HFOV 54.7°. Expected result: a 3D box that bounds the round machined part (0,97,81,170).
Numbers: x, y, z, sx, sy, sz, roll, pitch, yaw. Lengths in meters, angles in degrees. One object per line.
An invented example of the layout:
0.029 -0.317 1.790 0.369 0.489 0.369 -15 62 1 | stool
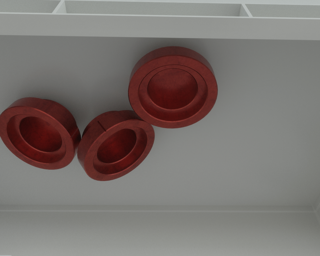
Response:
-0.145 0.003 0.389 0.098 0.042 0.097 7 127 10 | round machined part

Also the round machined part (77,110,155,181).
-0.059 0.017 0.392 0.099 0.042 0.097 -27 141 -23 | round machined part

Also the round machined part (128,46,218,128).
0.014 -0.049 0.356 0.099 0.042 0.097 -1 130 0 | round machined part
